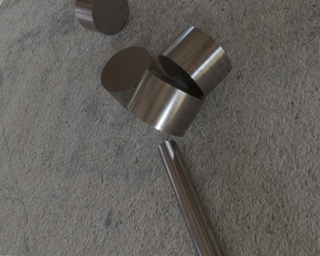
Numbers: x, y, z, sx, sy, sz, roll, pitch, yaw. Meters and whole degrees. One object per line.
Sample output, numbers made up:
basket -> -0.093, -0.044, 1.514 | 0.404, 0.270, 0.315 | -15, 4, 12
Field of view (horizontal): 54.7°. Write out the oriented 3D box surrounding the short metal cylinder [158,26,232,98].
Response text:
short metal cylinder -> 0.044, -0.081, 0.396 | 0.050, 0.080, 0.080 | -46, 51, -4

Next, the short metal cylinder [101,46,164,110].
short metal cylinder -> -0.038, -0.072, 0.452 | 0.080, 0.050, 0.080 | -13, 56, 21

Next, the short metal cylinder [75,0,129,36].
short metal cylinder -> -0.102, -0.210, 0.551 | 0.050, 0.080, 0.080 | 27, 76, 37

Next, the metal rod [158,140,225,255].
metal rod -> 0.054, 0.134, 0.293 | 0.025, 0.025, 0.299 | -29, 52, 10

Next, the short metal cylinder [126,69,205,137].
short metal cylinder -> 0.007, -0.031, 0.376 | 0.080, 0.080, 0.050 | 39, 107, 39
